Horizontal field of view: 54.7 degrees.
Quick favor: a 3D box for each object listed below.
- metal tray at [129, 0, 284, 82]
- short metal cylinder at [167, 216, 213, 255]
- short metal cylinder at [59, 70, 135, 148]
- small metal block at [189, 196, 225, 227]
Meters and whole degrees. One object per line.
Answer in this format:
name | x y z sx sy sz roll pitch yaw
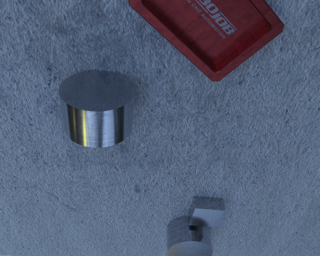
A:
metal tray | 0.046 -0.116 0.305 0.130 0.030 0.090 36 121 -27
short metal cylinder | 0.053 0.205 0.566 0.081 0.050 0.079 0 130 0
short metal cylinder | -0.070 -0.023 0.351 0.081 0.080 0.050 4 130 -4
small metal block | 0.079 0.144 0.531 0.050 0.025 0.050 6 130 -6
